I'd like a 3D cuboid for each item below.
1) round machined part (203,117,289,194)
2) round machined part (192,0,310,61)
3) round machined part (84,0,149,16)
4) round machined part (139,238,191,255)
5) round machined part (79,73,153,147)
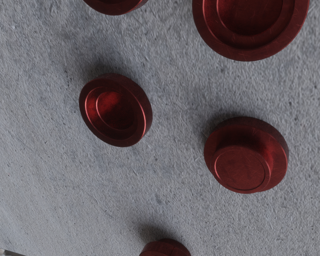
[{"bbox_3d":[0.099,0.039,0.368,0.098,0.042,0.097,13,124,21],"label":"round machined part"},{"bbox_3d":[0.082,-0.114,0.282,0.098,0.042,0.097,13,124,21],"label":"round machined part"},{"bbox_3d":[-0.043,-0.169,0.314,0.098,0.042,0.097,13,124,21],"label":"round machined part"},{"bbox_3d":[0.015,0.229,0.529,0.098,0.042,0.097,13,124,21],"label":"round machined part"},{"bbox_3d":[-0.053,-0.027,0.408,0.098,0.042,0.097,13,124,21],"label":"round machined part"}]
